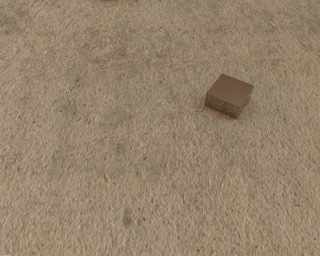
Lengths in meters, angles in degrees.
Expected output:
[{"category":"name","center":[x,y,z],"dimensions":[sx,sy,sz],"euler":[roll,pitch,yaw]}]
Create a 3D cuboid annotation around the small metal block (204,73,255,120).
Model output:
[{"category":"small metal block","center":[0.099,-0.046,0.443],"dimensions":[0.050,0.025,0.050],"euler":[26,55,20]}]
